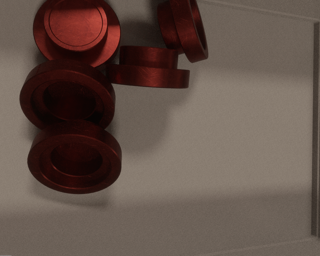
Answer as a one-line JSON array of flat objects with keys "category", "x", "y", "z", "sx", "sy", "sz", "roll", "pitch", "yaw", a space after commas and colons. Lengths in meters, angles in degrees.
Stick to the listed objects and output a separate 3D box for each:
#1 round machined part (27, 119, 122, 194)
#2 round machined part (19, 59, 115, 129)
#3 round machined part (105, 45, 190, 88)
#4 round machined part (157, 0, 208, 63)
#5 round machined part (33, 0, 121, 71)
[{"category": "round machined part", "x": -0.093, "y": 0.029, "z": 0.350, "sx": 0.099, "sy": 0.042, "sz": 0.097, "roll": -3, "pitch": 132, "yaw": -3}, {"category": "round machined part", "x": -0.099, "y": -0.036, "z": 0.347, "sx": 0.099, "sy": 0.097, "sz": 0.042, "roll": 17, "pitch": 41, "yaw": -20}, {"category": "round machined part", "x": -0.014, "y": -0.072, "z": 0.364, "sx": 0.099, "sy": 0.098, "sz": 0.042, "roll": 0, "pitch": 101, "yaw": -20}, {"category": "round machined part", "x": 0.028, "y": -0.130, "z": 0.393, "sx": 0.042, "sy": 0.098, "sz": 0.097, "roll": -13, "pitch": 96, "yaw": 18}, {"category": "round machined part", "x": -0.095, "y": -0.113, "z": 0.356, "sx": 0.099, "sy": 0.042, "sz": 0.097, "roll": 1, "pitch": 82, "yaw": -10}]
